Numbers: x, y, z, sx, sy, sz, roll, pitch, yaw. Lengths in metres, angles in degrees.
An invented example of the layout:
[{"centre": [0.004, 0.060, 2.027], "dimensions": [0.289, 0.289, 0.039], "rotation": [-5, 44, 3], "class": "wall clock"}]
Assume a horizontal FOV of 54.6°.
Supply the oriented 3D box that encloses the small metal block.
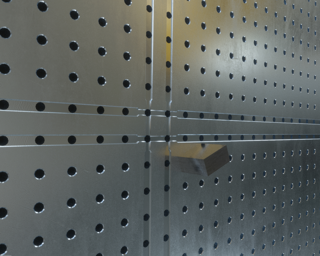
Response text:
[{"centre": [0.063, 0.044, 0.444], "dimensions": [0.050, 0.050, 0.025], "rotation": [-26, 106, -37], "class": "small metal block"}]
